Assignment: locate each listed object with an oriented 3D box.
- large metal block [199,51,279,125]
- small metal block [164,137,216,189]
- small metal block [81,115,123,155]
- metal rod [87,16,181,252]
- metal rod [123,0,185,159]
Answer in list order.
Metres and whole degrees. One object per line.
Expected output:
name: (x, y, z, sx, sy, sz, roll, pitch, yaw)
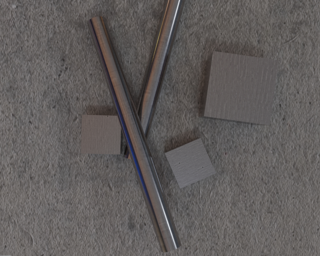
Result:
large metal block: (0.098, -0.048, 0.399, 0.081, 0.050, 0.080, 8, 90, -1)
small metal block: (0.039, 0.045, 0.411, 0.050, 0.025, 0.050, -23, 90, -1)
small metal block: (-0.075, 0.008, 0.409, 0.050, 0.025, 0.050, 2, 90, -1)
metal rod: (-0.035, 0.001, 0.384, 0.025, 0.025, 0.299, -19, 83, 0)
metal rod: (0.003, -0.103, 0.409, 0.025, 0.025, 0.298, 15, 90, -1)
